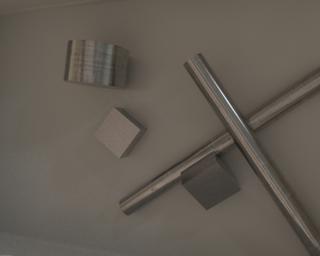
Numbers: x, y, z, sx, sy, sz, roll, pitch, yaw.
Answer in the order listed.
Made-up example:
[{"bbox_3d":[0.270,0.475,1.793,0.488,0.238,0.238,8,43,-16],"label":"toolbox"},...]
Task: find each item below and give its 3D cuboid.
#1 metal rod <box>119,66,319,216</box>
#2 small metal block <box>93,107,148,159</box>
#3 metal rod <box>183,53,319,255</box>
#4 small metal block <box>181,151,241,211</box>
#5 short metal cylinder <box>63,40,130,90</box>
[{"bbox_3d":[0.069,0.025,0.385,0.300,0.025,0.025,-36,79,16],"label":"metal rod"},{"bbox_3d":[-0.055,0.006,0.429,0.050,0.025,0.050,40,102,15],"label":"small metal block"},{"bbox_3d":[0.119,0.047,0.347,0.025,0.025,0.299,-34,87,16],"label":"metal rod"},{"bbox_3d":[0.061,0.065,0.376,0.050,0.025,0.050,-36,111,16],"label":"small metal block"},{"bbox_3d":[-0.083,-0.081,0.409,0.080,0.080,0.050,8,93,19],"label":"short metal cylinder"}]
